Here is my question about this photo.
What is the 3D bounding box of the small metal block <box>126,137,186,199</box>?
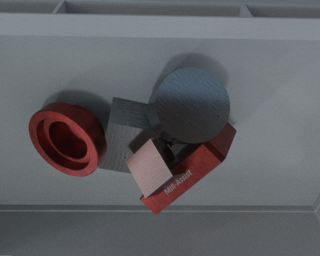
[{"bbox_3d":[-0.006,0.046,0.362,0.025,0.050,0.050,-4,146,-52],"label":"small metal block"}]

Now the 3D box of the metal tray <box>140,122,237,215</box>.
[{"bbox_3d":[0.037,0.048,0.404,0.030,0.090,0.129,44,121,0],"label":"metal tray"}]

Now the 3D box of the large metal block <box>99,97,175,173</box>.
[{"bbox_3d":[-0.030,0.014,0.403,0.081,0.050,0.079,11,129,-10],"label":"large metal block"}]

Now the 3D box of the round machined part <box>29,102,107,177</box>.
[{"bbox_3d":[-0.109,0.010,0.388,0.098,0.042,0.097,13,127,18],"label":"round machined part"}]

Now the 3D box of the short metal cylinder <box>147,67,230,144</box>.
[{"bbox_3d":[0.030,-0.022,0.344,0.081,0.080,0.050,12,173,-11],"label":"short metal cylinder"}]
